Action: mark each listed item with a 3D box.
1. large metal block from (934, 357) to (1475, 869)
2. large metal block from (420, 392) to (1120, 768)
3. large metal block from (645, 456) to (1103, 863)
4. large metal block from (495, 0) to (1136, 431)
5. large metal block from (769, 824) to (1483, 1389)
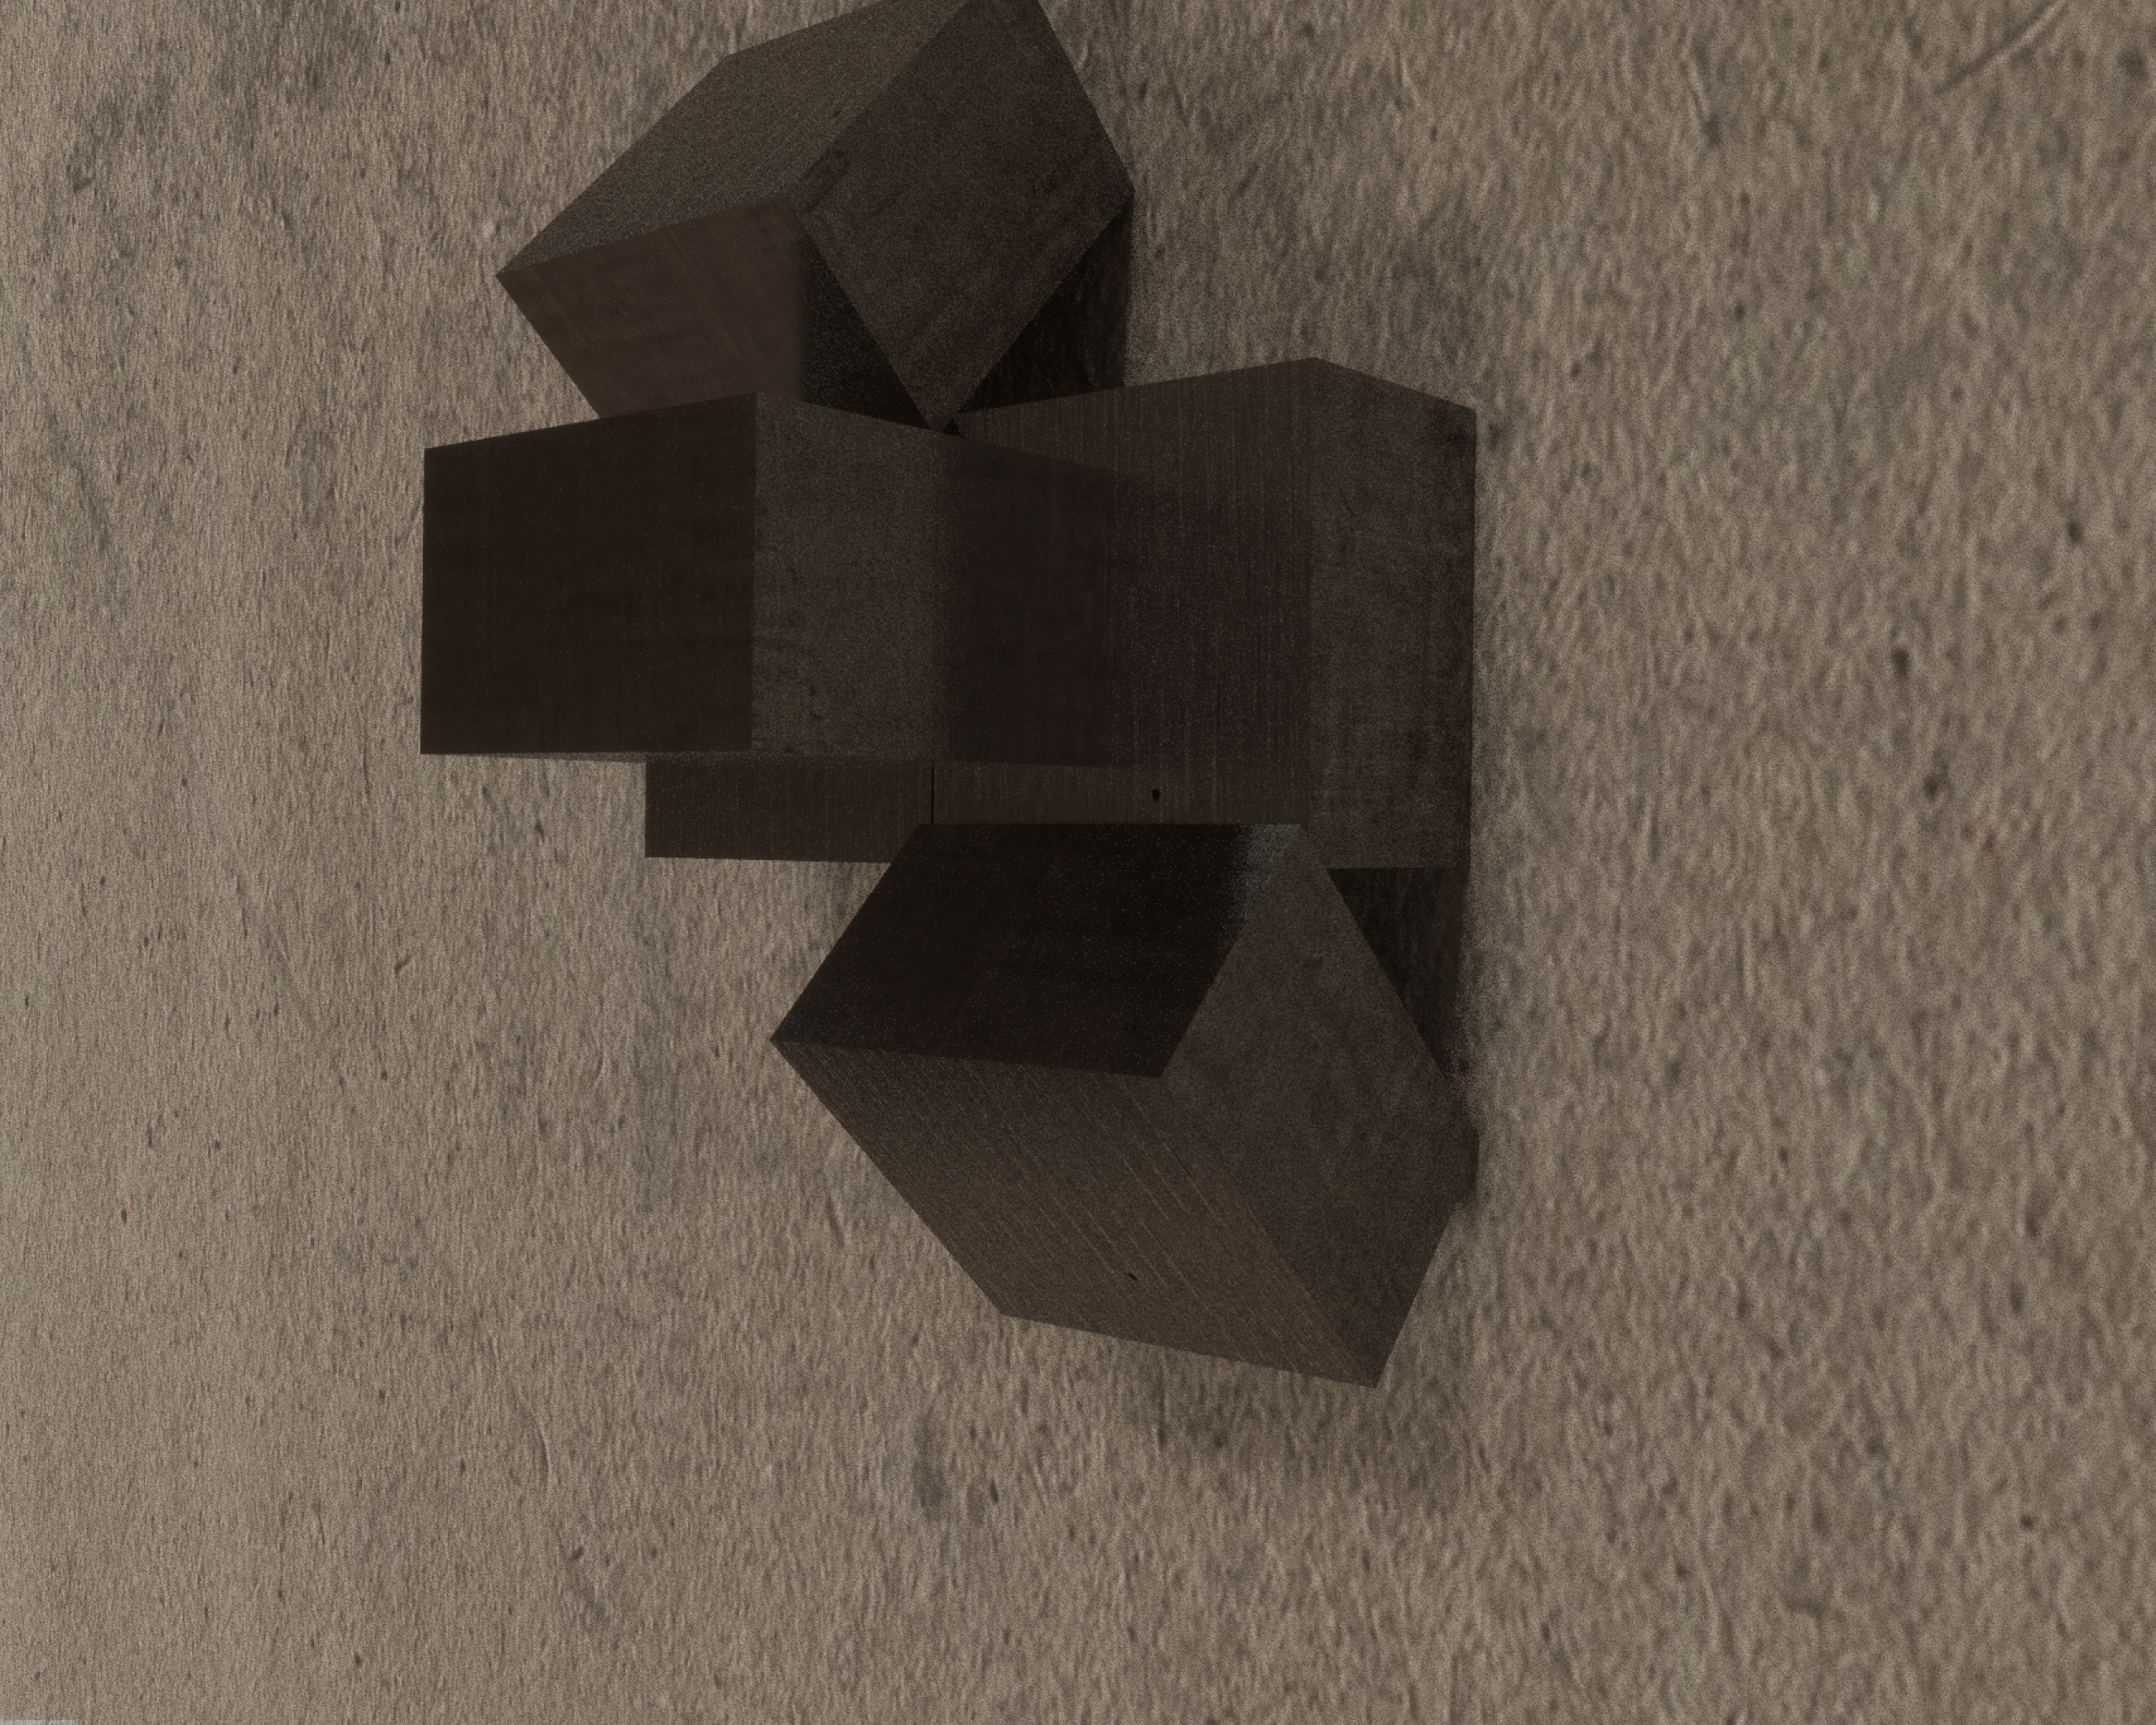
[{"bbox_3d":[0.021,-0.040,0.369,0.080,0.050,0.079,1,91,39],"label":"large metal block"},{"bbox_3d":[-0.050,-0.042,0.345,0.080,0.081,0.050,2,91,39],"label":"large metal block"},{"bbox_3d":[-0.041,-0.040,0.420,0.080,0.050,0.079,1,91,39],"label":"large metal block"},{"bbox_3d":[-0.049,-0.122,0.401,0.080,0.050,0.080,1,47,40],"label":"large metal block"},{"bbox_3d":[0.010,0.039,0.353,0.080,0.080,0.050,1,47,39],"label":"large metal block"}]
